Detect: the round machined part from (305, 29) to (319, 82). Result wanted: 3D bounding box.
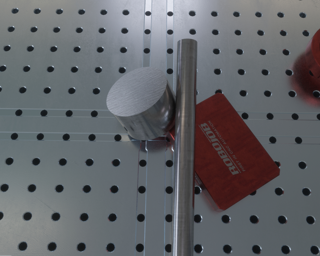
[{"bbox_3d":[0.256,-0.097,0.440,0.099,0.042,0.098,0,70,0],"label":"round machined part"}]

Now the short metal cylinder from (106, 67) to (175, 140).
[{"bbox_3d":[-0.020,-0.031,0.393,0.080,0.050,0.080,-14,49,17],"label":"short metal cylinder"}]

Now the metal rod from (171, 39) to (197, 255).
[{"bbox_3d":[0.029,0.041,0.366,0.025,0.025,0.298,2,82,0],"label":"metal rod"}]

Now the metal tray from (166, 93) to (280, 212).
[{"bbox_3d":[0.076,0.029,0.399,0.090,0.030,0.130,-30,73,-11],"label":"metal tray"}]
